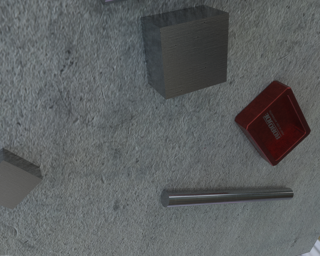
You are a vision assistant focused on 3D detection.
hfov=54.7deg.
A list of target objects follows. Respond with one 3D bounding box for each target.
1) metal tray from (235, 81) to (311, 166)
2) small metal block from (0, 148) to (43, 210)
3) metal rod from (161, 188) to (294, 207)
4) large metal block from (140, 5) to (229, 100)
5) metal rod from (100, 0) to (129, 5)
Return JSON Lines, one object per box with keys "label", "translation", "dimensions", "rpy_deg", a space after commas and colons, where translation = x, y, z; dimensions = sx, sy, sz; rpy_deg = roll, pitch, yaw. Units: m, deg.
{"label": "metal tray", "translation": [0.188, -0.004, 0.506], "dimensions": [0.090, 0.030, 0.130], "rpy_deg": [-44, 130, 2]}
{"label": "small metal block", "translation": [-0.172, 0.058, 0.349], "dimensions": [0.050, 0.025, 0.050], "rpy_deg": [-45, 130, 3]}
{"label": "metal rod", "translation": [0.136, 0.123, 0.560], "dimensions": [0.302, 0.025, 0.025], "rpy_deg": [5, 116, -31]}
{"label": "large metal block", "translation": [0.029, -0.088, 0.354], "dimensions": [0.081, 0.050, 0.079], "rpy_deg": [-18, 126, -18]}
{"label": "metal rod", "translation": [0.079, -0.177, 0.341], "dimensions": [0.302, 0.025, 0.025], "rpy_deg": [-19, 126, -18]}
